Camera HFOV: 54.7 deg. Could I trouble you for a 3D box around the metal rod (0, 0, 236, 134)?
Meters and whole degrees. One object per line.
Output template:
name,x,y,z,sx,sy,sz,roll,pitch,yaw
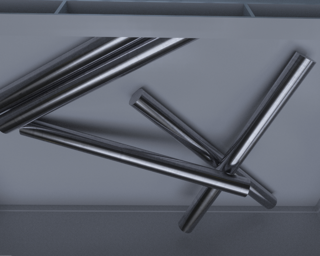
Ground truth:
metal rod,-0.063,-0.061,0.348,0.300,0.025,0.025,-23,127,15

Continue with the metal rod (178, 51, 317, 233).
metal rod,0.101,0.038,0.414,0.025,0.025,0.298,19,119,-16

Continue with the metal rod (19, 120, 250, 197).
metal rod,-0.032,0.038,0.405,0.302,0.025,0.025,15,129,1

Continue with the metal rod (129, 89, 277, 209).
metal rod,0.077,0.043,0.445,0.025,0.025,0.301,-37,121,27

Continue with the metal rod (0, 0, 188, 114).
metal rod,-0.110,-0.067,0.350,0.300,0.025,0.025,-23,127,18
